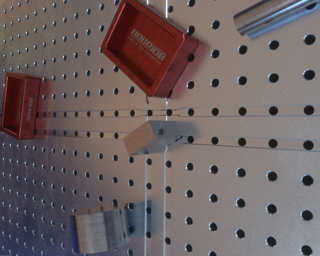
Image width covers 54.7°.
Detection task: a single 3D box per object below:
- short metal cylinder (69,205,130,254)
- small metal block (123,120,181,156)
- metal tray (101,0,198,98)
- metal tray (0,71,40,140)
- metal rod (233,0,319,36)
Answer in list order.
[{"bbox_3d":[-0.086,0.142,0.445,0.080,0.081,0.050,-13,82,39],"label":"short metal cylinder"},{"bbox_3d":[-0.010,0.013,0.402,0.050,0.050,0.025,-34,69,35],"label":"small metal block"},{"bbox_3d":[-0.020,-0.112,0.422,0.130,0.030,0.089,45,117,30],"label":"metal tray"},{"bbox_3d":[-0.295,-0.048,0.649,0.090,0.030,0.129,17,101,38],"label":"metal tray"},{"bbox_3d":[0.198,-0.148,0.245,0.299,0.025,0.025,-18,79,38],"label":"metal rod"}]
